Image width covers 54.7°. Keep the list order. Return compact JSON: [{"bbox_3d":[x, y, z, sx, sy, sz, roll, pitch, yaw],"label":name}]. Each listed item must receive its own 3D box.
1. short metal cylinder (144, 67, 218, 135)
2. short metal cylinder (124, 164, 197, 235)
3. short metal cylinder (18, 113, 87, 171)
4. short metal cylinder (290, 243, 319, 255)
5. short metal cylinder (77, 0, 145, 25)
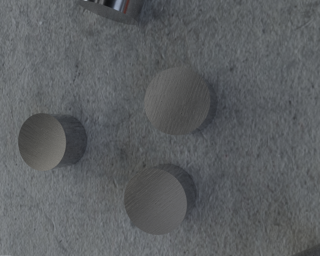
[{"bbox_3d":[0.027,-0.031,0.385,0.080,0.050,0.079,0,90,19],"label":"short metal cylinder"},{"bbox_3d":[0.002,0.088,0.394,0.080,0.050,0.079,0,90,19],"label":"short metal cylinder"},{"bbox_3d":[-0.155,0.019,0.449,0.080,0.050,0.079,0,90,19],"label":"short metal cylinder"},{"bbox_3d":[0.178,0.162,0.317,0.050,0.080,0.080,-33,80,17],"label":"short metal cylinder"},{"bbox_3d":[-0.060,-0.173,0.400,0.080,0.080,0.050,20,97,18],"label":"short metal cylinder"}]
